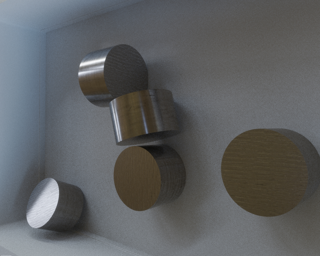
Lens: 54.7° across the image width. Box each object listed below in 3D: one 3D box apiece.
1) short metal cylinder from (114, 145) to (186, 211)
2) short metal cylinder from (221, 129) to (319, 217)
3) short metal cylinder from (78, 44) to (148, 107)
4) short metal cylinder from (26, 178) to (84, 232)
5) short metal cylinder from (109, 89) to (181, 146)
[{"bbox_3d":[-0.014,0.062,0.400,0.080,0.050,0.079,0,90,39],"label":"short metal cylinder"},{"bbox_3d":[0.108,0.040,0.301,0.080,0.050,0.079,0,90,39],"label":"short metal cylinder"},{"bbox_3d":[-0.062,-0.069,0.420,0.050,0.081,0.079,0,90,40],"label":"short metal cylinder"},{"bbox_3d":[-0.174,0.128,0.513,0.080,0.050,0.080,-18,57,31],"label":"short metal cylinder"},{"bbox_3d":[-0.019,-0.011,0.385,0.080,0.081,0.050,-19,78,38],"label":"short metal cylinder"}]
